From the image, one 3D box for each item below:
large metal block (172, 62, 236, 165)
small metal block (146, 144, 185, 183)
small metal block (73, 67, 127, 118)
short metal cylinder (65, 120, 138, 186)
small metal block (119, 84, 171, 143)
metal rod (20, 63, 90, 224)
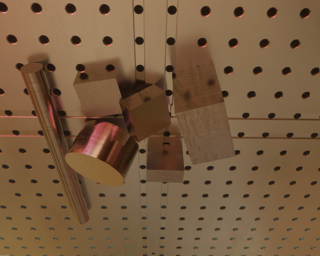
[{"bbox_3d":[0.050,-0.017,0.362,0.050,0.080,0.080,-13,129,10],"label":"large metal block"},{"bbox_3d":[0.007,0.049,0.437,0.050,0.050,0.025,2,130,-2],"label":"small metal block"},{"bbox_3d":[-0.070,-0.042,0.375,0.050,0.025,0.050,-8,130,6],"label":"small metal block"},{"bbox_3d":[-0.075,0.034,0.404,0.080,0.050,0.080,16,147,11],"label":"short metal cylinder"},{"bbox_3d":[-0.017,-0.018,0.381,0.050,0.025,0.050,-30,133,-20],"label":"small metal block"},{"bbox_3d":[-0.141,0.045,0.447,0.025,0.025,0.298,-2,130,1],"label":"metal rod"}]
